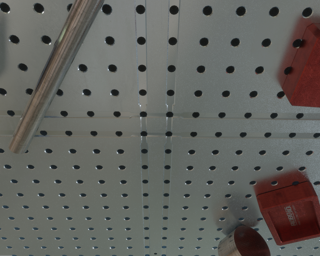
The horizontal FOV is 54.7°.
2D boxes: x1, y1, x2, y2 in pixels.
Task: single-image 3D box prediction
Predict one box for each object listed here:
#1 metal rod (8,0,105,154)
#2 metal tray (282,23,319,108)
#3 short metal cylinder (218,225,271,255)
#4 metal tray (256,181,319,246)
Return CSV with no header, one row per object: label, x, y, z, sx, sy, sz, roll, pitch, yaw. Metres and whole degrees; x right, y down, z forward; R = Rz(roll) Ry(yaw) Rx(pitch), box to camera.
metal rod,-0.117,-0.069,0.351,0.025,0.025,0.298,26,125,-21
metal tray,0.221,-0.066,0.355,0.131,0.030,0.089,4,130,-4
short metal cylinder,0.155,0.229,0.572,0.080,0.080,0.050,22,127,-18
metal tray,0.232,0.153,0.540,0.090,0.030,0.130,-21,127,16
